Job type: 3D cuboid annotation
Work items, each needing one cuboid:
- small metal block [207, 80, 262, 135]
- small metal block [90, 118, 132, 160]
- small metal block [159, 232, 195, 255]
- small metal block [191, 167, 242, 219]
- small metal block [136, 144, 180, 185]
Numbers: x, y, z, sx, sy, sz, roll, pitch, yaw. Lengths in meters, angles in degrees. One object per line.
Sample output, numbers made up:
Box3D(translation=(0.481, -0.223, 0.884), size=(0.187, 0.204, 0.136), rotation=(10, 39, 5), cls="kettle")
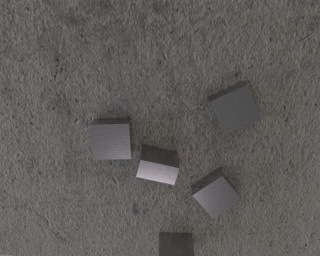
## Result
Box3D(translation=(0.096, -0.026, 0.401), size=(0.050, 0.025, 0.050), rotation=(-25, 108, 9), cls="small metal block")
Box3D(translation=(-0.064, 0.014, 0.414), size=(0.050, 0.025, 0.050), rotation=(-2, 110, 0), cls="small metal block")
Box3D(translation=(0.024, 0.184, 0.464), size=(0.050, 0.050, 0.025), rotation=(1, 110, -1), cls="small metal block")
Box3D(translation=(0.081, 0.094, 0.445), size=(0.050, 0.025, 0.050), rotation=(-36, 106, 12), cls="small metal block")
Box3D(translation=(-0.003, 0.048, 0.414), size=(0.050, 0.050, 0.025), rotation=(13, 110, -5), cls="small metal block")
